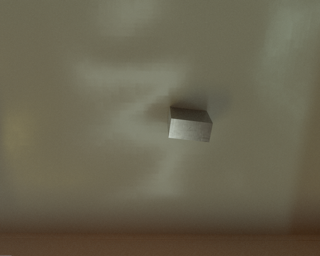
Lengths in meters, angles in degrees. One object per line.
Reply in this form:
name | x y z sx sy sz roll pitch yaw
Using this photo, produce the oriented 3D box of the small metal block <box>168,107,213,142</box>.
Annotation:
small metal block | 0.037 -0.006 0.397 0.050 0.050 0.025 7 110 -3
